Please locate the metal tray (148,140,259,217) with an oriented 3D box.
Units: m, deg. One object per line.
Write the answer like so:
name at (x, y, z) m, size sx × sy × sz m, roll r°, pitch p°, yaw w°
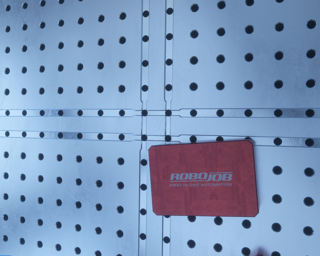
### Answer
metal tray at (0.054, 0.063, 0.390) m, size 0.130 × 0.030 × 0.089 m, roll -5°, pitch 88°, yaw 19°
